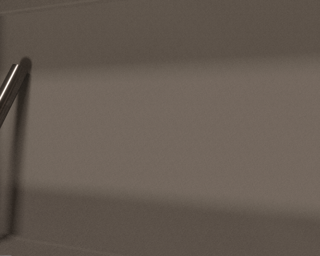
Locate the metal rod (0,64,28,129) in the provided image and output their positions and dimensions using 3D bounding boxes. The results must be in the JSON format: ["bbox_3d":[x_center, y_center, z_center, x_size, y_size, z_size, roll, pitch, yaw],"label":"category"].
[{"bbox_3d":[-0.261,0.041,0.438,0.025,0.025,0.299,10,69,19],"label":"metal rod"}]
